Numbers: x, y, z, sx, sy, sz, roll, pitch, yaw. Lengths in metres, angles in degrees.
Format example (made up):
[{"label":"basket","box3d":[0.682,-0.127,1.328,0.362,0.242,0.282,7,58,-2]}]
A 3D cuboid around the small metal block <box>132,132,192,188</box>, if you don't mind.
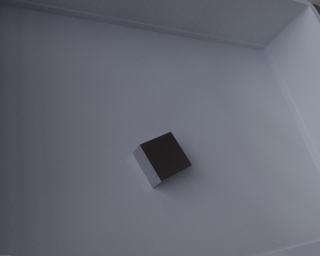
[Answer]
[{"label":"small metal block","box3d":[0.003,0.039,0.383,0.050,0.025,0.050,-22,74,-36]}]
